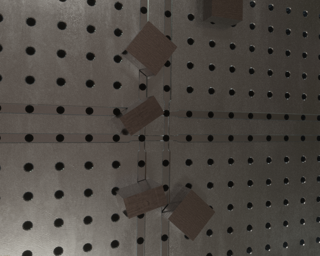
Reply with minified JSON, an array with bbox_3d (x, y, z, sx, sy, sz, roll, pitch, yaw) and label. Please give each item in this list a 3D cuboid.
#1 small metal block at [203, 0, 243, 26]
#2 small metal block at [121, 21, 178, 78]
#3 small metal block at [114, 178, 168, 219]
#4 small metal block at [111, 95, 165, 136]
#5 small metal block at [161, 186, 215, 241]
[{"bbox_3d":[0.091,-0.179,0.447,0.050,0.025,0.050,1,90,-21],"label":"small metal block"},{"bbox_3d":[-0.014,-0.102,0.408,0.050,0.025,0.050,39,77,-16],"label":"small metal block"},{"bbox_3d":[-0.025,0.087,0.391,0.050,0.050,0.025,-16,96,-20],"label":"small metal block"},{"bbox_3d":[-0.029,-0.015,0.389,0.050,0.050,0.025,-35,102,-17],"label":"small metal block"},{"bbox_3d":[0.039,0.118,0.429,0.050,0.025,0.050,45,76,-15],"label":"small metal block"}]
